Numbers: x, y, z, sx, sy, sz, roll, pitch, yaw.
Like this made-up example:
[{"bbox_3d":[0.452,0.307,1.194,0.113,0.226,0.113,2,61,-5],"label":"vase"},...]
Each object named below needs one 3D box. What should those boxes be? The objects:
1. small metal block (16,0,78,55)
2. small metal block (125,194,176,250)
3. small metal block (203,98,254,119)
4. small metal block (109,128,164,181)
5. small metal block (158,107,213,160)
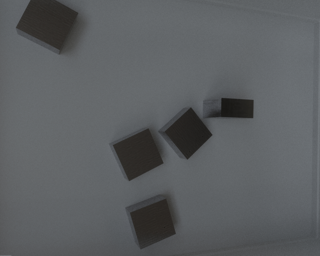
[{"bbox_3d":[-0.131,-0.122,0.362,0.050,0.025,0.050,26,81,-19],"label":"small metal block"},{"bbox_3d":[-0.013,0.122,0.407,0.050,0.025,0.050,-17,96,-20],"label":"small metal block"},{"bbox_3d":[0.094,-0.026,0.434,0.050,0.050,0.025,1,90,-20],"label":"small metal block"},{"bbox_3d":[-0.031,0.033,0.400,0.050,0.025,0.050,-26,99,-19],"label":"small metal block"},{"bbox_3d":[0.035,0.007,0.425,0.050,0.025,0.050,-43,104,-15],"label":"small metal block"}]
